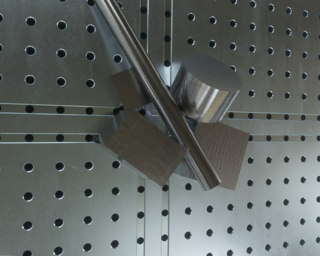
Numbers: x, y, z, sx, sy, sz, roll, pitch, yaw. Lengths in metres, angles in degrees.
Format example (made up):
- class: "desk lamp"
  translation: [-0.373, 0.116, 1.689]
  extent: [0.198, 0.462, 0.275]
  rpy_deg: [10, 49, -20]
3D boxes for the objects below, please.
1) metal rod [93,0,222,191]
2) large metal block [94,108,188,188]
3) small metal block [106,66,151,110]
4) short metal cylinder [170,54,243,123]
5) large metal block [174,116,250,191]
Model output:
- class: "metal rod"
  translation: [-0.011, -0.060, 0.377]
  extent: [0.025, 0.025, 0.299]
  rpy_deg: [-30, 89, -18]
- class: "large metal block"
  translation: [-0.027, 0.022, 0.374]
  extent: [0.080, 0.080, 0.050]
  rpy_deg: [39, 78, -16]
- class: "small metal block"
  translation: [-0.035, -0.051, 0.401]
  extent: [0.050, 0.025, 0.050]
  rpy_deg: [-26, 99, -19]
- class: "short metal cylinder"
  translation: [0.058, -0.052, 0.399]
  extent: [0.081, 0.080, 0.050]
  rpy_deg: [9, 131, -20]
- class: "large metal block"
  translation: [0.066, 0.034, 0.424]
  extent: [0.081, 0.050, 0.080]
  rpy_deg: [19, 84, -20]
